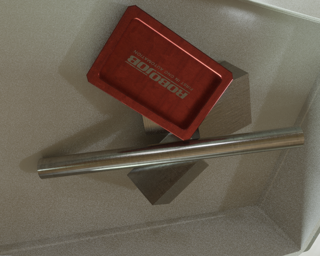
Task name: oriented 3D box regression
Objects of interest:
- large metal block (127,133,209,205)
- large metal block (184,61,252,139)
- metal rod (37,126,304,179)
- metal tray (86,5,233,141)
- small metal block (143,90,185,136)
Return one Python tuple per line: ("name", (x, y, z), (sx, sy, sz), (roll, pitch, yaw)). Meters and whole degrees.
("large metal block", (0.014, 0.056, 0.415), (0.080, 0.050, 0.080), (-45, 160, 3))
("large metal block", (0.072, -0.032, 0.414), (0.080, 0.050, 0.080), (-26, 128, -13))
("metal rod", (0.010, 0.029, 0.360), (0.302, 0.025, 0.025), (-7, 125, 2))
("metal tray", (0.000, -0.057, 0.336), (0.130, 0.030, 0.090), (32, 101, -12))
("small metal block", (0.004, -0.021, 0.382), (0.050, 0.025, 0.050), (-8, 112, 3))
